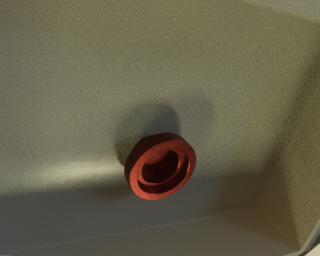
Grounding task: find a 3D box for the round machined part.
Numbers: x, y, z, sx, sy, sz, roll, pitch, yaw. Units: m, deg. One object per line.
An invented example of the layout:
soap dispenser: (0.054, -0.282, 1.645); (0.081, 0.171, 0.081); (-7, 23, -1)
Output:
round machined part: (-0.003, 0.048, 0.428); (0.099, 0.042, 0.097); (-14, 125, -21)
